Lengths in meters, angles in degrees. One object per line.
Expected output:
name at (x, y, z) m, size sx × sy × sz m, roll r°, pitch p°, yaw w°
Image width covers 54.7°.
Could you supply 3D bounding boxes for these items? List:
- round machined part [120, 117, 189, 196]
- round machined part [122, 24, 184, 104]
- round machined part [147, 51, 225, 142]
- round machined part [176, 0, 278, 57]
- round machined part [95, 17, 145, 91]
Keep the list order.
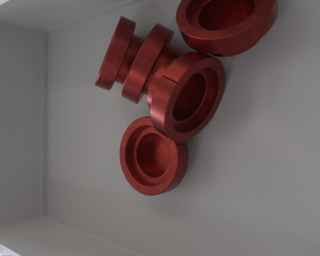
round machined part at (-0.003, 0.034, 0.398) m, size 0.098 × 0.042 × 0.097 m, roll 0°, pitch 90°, yaw 40°
round machined part at (-0.005, -0.072, 0.376) m, size 0.042 × 0.098 × 0.097 m, roll 28°, pitch 112°, yaw -2°
round machined part at (0.025, -0.037, 0.338) m, size 0.042 × 0.099 × 0.097 m, roll 32°, pitch 110°, yaw 34°
round machined part at (0.069, -0.112, 0.319) m, size 0.098 × 0.042 × 0.098 m, roll -12°, pitch 55°, yaw 18°
round machined part at (-0.051, -0.095, 0.417) m, size 0.098 × 0.042 × 0.098 m, roll -158°, pitch 89°, yaw -75°
